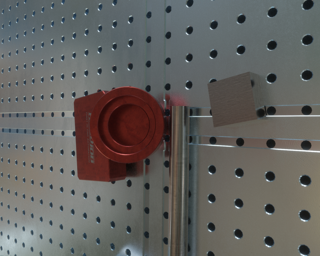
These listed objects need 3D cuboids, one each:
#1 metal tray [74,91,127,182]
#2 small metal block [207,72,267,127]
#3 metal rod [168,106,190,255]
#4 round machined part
[{"bbox_3d":[-0.094,0.014,0.474,0.090,0.030,0.129,-7,86,46],"label":"metal tray"},{"bbox_3d":[0.084,-0.029,0.339,0.050,0.025,0.050,-12,82,39],"label":"small metal block"},{"bbox_3d":[0.023,0.122,0.388,0.025,0.025,0.298,1,91,39],"label":"metal rod"},{"bbox_3d":[-0.039,-0.003,0.411,0.098,0.042,0.097,0,88,10],"label":"round machined part"}]
